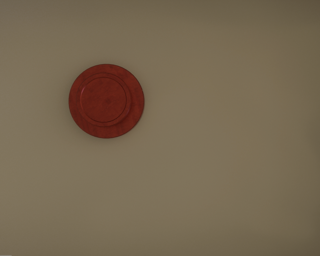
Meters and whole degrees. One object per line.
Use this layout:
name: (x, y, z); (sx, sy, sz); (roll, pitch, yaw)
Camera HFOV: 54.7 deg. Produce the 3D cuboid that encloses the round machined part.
round machined part: (-0.070, -0.035, 0.402); (0.099, 0.042, 0.097); (0, 90, -1)
